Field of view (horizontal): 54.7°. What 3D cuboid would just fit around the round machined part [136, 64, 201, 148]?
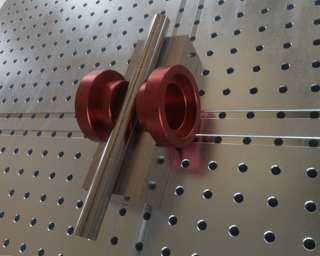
[{"bbox_3d":[0.008,-0.025,0.372,0.042,0.098,0.098,-1,61,33],"label":"round machined part"}]

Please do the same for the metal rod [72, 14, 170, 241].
[{"bbox_3d":[-0.038,-0.019,0.376,0.025,0.025,0.300,3,63,29],"label":"metal rod"}]

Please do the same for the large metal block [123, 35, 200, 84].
[{"bbox_3d":[0.003,-0.081,0.440,0.080,0.050,0.080,2,63,29],"label":"large metal block"}]

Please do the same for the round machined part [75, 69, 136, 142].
[{"bbox_3d":[-0.062,-0.028,0.410,0.042,0.098,0.098,2,63,29],"label":"round machined part"}]

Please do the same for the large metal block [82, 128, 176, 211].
[{"bbox_3d":[-0.036,0.049,0.380,0.080,0.050,0.080,3,63,29],"label":"large metal block"}]
